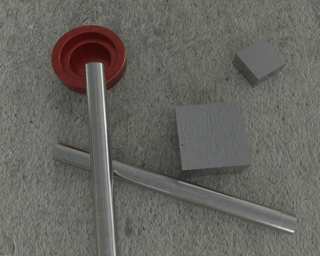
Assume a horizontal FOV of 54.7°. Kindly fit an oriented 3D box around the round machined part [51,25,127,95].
[{"bbox_3d":[-0.095,-0.090,0.431,0.099,0.042,0.098,0,70,-1],"label":"round machined part"}]

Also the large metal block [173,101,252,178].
[{"bbox_3d":[0.062,0.016,0.390,0.081,0.050,0.080,-5,70,-2],"label":"large metal block"}]

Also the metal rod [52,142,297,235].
[{"bbox_3d":[0.013,0.072,0.381,0.301,0.025,0.025,16,71,5],"label":"metal rod"}]

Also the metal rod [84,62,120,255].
[{"bbox_3d":[-0.066,0.068,0.358,0.025,0.025,0.298,-6,79,-3],"label":"metal rod"}]

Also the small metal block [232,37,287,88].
[{"bbox_3d":[0.141,-0.094,0.444,0.050,0.025,0.050,-31,73,-11],"label":"small metal block"}]
